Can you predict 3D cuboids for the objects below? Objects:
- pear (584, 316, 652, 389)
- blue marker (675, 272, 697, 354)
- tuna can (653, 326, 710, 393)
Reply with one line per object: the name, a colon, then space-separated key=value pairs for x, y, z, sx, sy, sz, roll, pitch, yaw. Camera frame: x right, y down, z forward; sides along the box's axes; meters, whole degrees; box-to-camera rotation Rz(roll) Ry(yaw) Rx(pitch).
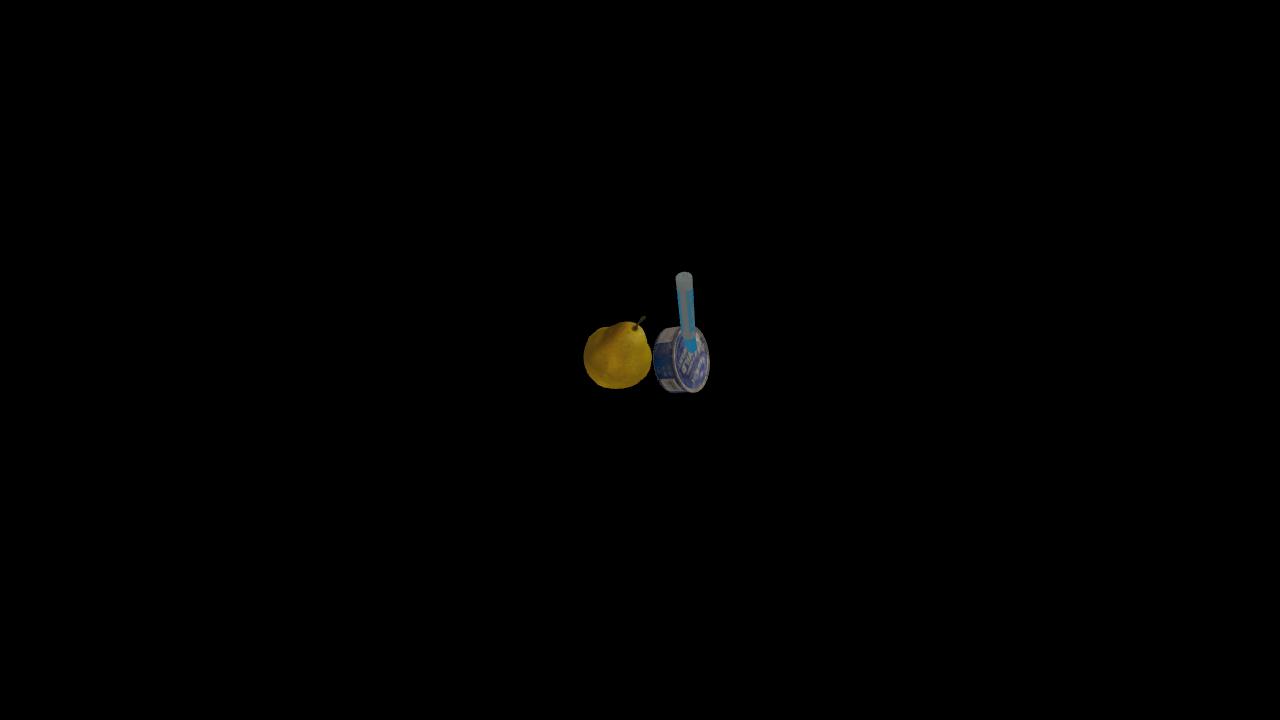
pear: x=-0.022 y=-0.013 z=0.691 sx=0.080 sy=0.080 sz=0.111 roll=0 pitch=-27 yaw=-11
blue marker: x=0.055 y=-0.051 z=0.720 sx=0.020 sy=0.020 sz=0.121 roll=0 pitch=-42 yaw=9
tuna can: x=0.052 y=0.000 z=0.762 sx=0.034 sy=0.084 sz=0.084 roll=-6 pitch=-3 yaw=36
